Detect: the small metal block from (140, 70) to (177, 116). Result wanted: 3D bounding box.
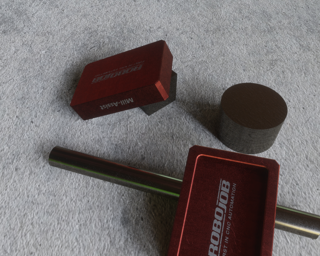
[{"bbox_3d":[-0.004,-0.052,0.431,0.050,0.050,0.025,-33,58,-25],"label":"small metal block"}]

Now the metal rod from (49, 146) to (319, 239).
[{"bbox_3d":[0.017,0.068,0.346,0.301,0.025,0.025,13,51,10],"label":"metal rod"}]

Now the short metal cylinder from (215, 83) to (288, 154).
[{"bbox_3d":[0.115,-0.013,0.399,0.081,0.050,0.080,0,50,0],"label":"short metal cylinder"}]

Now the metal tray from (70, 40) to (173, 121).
[{"bbox_3d":[-0.050,-0.065,0.420,0.130,0.030,0.090,-12,46,21],"label":"metal tray"}]

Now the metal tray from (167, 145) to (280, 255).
[{"bbox_3d":[0.062,0.088,0.302,0.090,0.030,0.130,11,67,9],"label":"metal tray"}]
